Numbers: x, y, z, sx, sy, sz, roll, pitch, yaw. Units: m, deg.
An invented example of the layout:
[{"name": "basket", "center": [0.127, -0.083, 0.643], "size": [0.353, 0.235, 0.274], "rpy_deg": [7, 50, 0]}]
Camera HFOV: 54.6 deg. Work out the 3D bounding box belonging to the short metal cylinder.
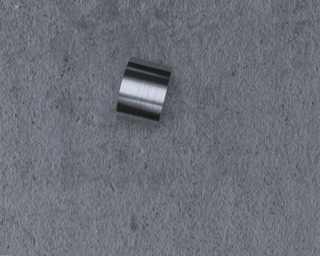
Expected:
[{"name": "short metal cylinder", "center": [-0.018, -0.043, 0.382], "size": [0.050, 0.080, 0.080], "rpy_deg": [14, 90, 0]}]
